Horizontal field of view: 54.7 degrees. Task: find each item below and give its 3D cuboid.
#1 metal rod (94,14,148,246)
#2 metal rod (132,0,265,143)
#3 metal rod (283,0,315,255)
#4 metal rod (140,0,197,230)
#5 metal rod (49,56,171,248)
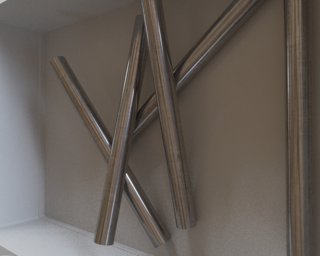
[{"bbox_3d":[-0.046,-0.003,0.405,0.025,0.025,0.298,4,81,39],"label":"metal rod"},{"bbox_3d":[0.018,-0.057,0.390,0.299,0.025,0.025,-46,63,30],"label":"metal rod"},{"bbox_3d":[0.133,-0.016,0.296,0.025,0.025,0.298,-1,89,39],"label":"metal rod"},{"bbox_3d":[0.009,-0.028,0.369,0.025,0.025,0.298,-6,95,39],"label":"metal rod"},{"bbox_3d":[-0.074,0.025,0.432,0.025,0.025,0.299,-40,77,33],"label":"metal rod"}]
